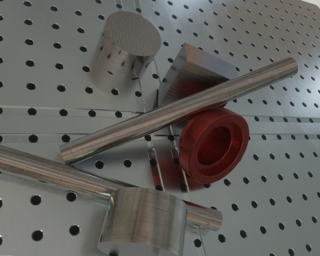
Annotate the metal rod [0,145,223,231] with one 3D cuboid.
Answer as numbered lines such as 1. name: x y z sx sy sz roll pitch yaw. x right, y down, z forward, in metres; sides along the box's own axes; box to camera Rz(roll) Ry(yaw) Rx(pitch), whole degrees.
1. metal rod: -0.067 0.063 0.333 0.302 0.025 0.025 20 54 -16

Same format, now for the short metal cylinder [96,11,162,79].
1. short metal cylinder: -0.045 -0.117 0.439 0.081 0.050 0.080 14 56 -21

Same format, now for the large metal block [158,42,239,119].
1. large metal block: 0.052 -0.058 0.429 0.080 0.079 0.050 21 38 -16

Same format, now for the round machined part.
1. round machined part: 0.063 0.019 0.396 0.099 0.097 0.042 -9 30 -32

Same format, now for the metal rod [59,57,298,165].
1. metal rod: 0.032 -0.024 0.368 0.302 0.025 0.025 -22 72 -12

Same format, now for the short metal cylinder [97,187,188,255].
1. short metal cylinder: -0.015 0.099 0.304 0.080 0.080 0.050 22 54 -16
